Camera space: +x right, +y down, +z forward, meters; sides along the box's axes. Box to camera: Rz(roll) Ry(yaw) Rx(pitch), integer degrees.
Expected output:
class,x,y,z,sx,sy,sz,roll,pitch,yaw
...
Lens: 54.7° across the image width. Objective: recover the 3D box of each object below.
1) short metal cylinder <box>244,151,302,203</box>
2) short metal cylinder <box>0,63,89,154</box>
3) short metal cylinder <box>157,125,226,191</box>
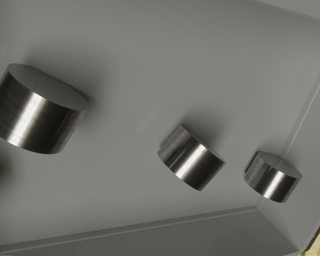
class,x,y,z,sx,sy,sz,roll,pitch,yaw
short metal cylinder,0.194,0.083,0.533,0.081,0.080,0.050,12,112,-34
short metal cylinder,-0.117,-0.019,0.298,0.080,0.080,0.050,25,105,-37
short metal cylinder,0.043,0.040,0.423,0.050,0.080,0.080,-50,129,7
